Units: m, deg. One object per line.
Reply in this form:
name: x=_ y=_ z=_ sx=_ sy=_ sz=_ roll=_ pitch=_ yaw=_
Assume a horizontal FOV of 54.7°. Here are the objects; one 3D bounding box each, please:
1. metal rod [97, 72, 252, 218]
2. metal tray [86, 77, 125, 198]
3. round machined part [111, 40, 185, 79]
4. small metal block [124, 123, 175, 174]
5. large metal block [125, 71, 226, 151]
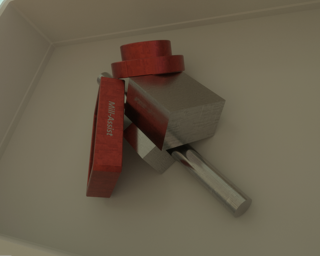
metal rod: x=-0.003 y=0.001 z=0.403 sx=0.025 sy=0.025 sz=0.300 roll=-45 pitch=51 yaw=-3
metal tray: x=-0.069 y=0.012 z=0.391 sx=0.030 sy=0.089 sz=0.130 roll=7 pitch=56 yaw=-15
round machined part: x=-0.017 y=-0.093 z=0.419 sx=0.098 sy=0.099 sz=0.042 roll=-2 pitch=102 yaw=27
small metal block: x=-0.014 y=0.023 z=0.379 sx=0.025 sy=0.050 sz=0.050 roll=-44 pitch=51 yaw=-2
large metal block: x=0.015 y=-0.024 z=0.368 sx=0.081 sy=0.050 sz=0.080 roll=-14 pitch=41 yaw=-35
